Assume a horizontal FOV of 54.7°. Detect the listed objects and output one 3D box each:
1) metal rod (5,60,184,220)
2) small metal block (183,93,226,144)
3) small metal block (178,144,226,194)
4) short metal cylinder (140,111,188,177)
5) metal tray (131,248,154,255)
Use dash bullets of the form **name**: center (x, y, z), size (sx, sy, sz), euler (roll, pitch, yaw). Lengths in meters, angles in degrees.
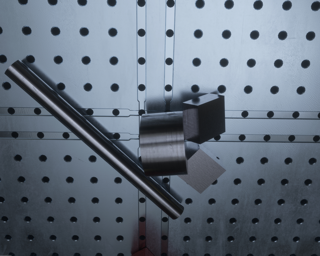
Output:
- **metal rod**: center (-0.078, 0.025, 0.421), size (0.025, 0.025, 0.300), euler (-42, 105, 14)
- **small metal block**: center (0.057, -0.013, 0.395), size (0.050, 0.025, 0.050), euler (-22, 115, -37)
- **small metal block**: center (0.055, 0.056, 0.435), size (0.050, 0.025, 0.050), euler (40, 105, -14)
- **short metal cylinder**: center (0.007, 0.020, 0.390), size (0.050, 0.080, 0.079), euler (-4, 110, 6)
- **metal tray**: center (0.001, 0.261, 0.475), size (0.030, 0.090, 0.130), euler (-34, 107, 11)
